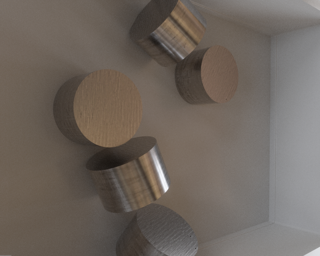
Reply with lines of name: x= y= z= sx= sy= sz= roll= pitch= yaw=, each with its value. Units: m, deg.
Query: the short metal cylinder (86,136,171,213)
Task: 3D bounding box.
short metal cylinder: x=-0.034 y=0.049 z=0.342 sx=0.081 sy=0.080 sz=0.050 roll=-31 pitch=109 yaw=-36

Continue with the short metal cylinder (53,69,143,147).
short metal cylinder: x=-0.066 y=-0.020 z=0.335 sx=0.081 sy=0.050 sz=0.080 roll=0 pitch=90 yaw=-40

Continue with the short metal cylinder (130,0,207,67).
short metal cylinder: x=0.009 y=-0.122 z=0.378 sx=0.050 sy=0.080 sz=0.080 roll=37 pitch=67 yaw=-34

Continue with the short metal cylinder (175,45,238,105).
short metal cylinder: x=0.068 y=-0.074 z=0.447 sx=0.081 sy=0.050 sz=0.080 roll=0 pitch=90 yaw=-40

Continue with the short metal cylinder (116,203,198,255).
short metal cylinder: x=-0.004 y=0.134 z=0.359 sx=0.081 sy=0.080 sz=0.050 roll=16 pitch=115 yaw=-39
